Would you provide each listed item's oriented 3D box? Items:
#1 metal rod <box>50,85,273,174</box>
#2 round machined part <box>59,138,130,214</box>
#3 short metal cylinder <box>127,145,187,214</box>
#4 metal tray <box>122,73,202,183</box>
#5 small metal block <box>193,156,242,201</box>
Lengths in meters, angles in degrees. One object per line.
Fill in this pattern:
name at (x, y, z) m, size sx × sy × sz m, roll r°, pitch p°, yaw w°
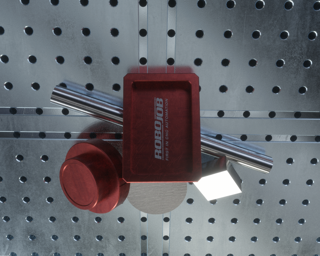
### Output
metal rod at (0.008, 0.005, 0.411) m, size 0.302 × 0.025 × 0.025 m, roll 18°, pitch 109°, yaw -7°
round machined part at (-0.090, 0.066, 0.399) m, size 0.098 × 0.042 × 0.097 m, roll 9°, pitch 107°, yaw 31°
short metal cylinder at (-0.005, 0.069, 0.421) m, size 0.081 × 0.050 × 0.079 m, roll 0°, pitch 110°, yaw 0°
metal tray at (0.002, 0.000, 0.375) m, size 0.091 × 0.030 × 0.129 m, roll 0°, pitch 81°, yaw -1°
small metal block at (0.078, 0.070, 0.424) m, size 0.050 × 0.025 × 0.050 m, roll -21°, pitch 126°, yaw 24°
